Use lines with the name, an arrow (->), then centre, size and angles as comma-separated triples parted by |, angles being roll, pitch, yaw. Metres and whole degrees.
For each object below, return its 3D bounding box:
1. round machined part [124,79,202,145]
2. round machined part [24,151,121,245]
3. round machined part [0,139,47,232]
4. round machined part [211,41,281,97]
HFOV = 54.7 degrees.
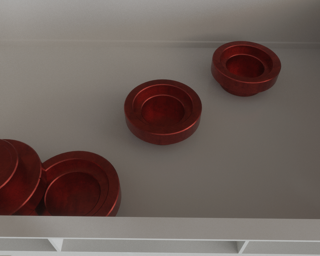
round machined part -> 0.004, -0.016, 0.408 | 0.099, 0.042, 0.098 | 0, 50, 0
round machined part -> -0.091, 0.076, 0.330 | 0.099, 0.042, 0.098 | 0, 50, 0
round machined part -> -0.165, 0.048, 0.297 | 0.099, 0.042, 0.098 | 1, 50, 0
round machined part -> 0.126, -0.085, 0.466 | 0.099, 0.042, 0.098 | 0, 50, 0
